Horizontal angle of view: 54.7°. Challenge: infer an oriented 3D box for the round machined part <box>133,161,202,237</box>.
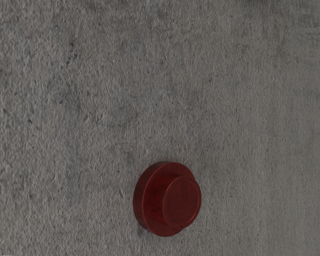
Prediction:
[{"bbox_3d":[0.017,0.094,0.408,0.099,0.042,0.097,0,90,-40],"label":"round machined part"}]
